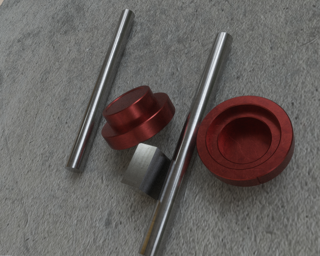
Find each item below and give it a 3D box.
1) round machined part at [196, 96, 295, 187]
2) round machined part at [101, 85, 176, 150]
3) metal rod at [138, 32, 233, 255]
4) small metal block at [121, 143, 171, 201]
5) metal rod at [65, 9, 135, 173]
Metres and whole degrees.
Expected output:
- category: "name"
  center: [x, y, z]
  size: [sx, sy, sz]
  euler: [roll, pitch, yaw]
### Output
- category: "round machined part"
  center: [0.092, 0.017, 0.334]
  size: [0.098, 0.042, 0.098]
  euler: [-13, 56, 21]
- category: "round machined part"
  center: [-0.033, -0.019, 0.395]
  size: [0.098, 0.042, 0.098]
  euler: [-25, 23, 12]
- category: "metal rod"
  center: [0.039, 0.005, 0.379]
  size: [0.025, 0.025, 0.300]
  euler: [8, 65, 31]
- category: "small metal block"
  center: [-0.013, 0.052, 0.362]
  size: [0.025, 0.050, 0.050]
  euler: [12, 68, 33]
- category: "metal rod"
  center: [-0.089, -0.073, 0.495]
  size: [0.025, 0.025, 0.300]
  euler: [-1, 61, 28]
